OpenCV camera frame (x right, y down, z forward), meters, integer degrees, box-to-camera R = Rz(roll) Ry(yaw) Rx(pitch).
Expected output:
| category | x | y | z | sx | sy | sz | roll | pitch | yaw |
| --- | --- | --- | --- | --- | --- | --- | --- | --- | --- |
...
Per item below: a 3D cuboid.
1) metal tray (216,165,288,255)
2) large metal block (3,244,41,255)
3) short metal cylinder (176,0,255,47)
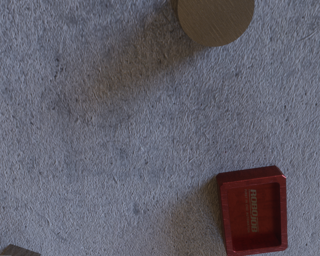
| category | x | y | z | sx | sy | sz | roll | pitch | yaw |
| --- | --- | --- | --- | --- | --- | --- | --- | --- | --- |
| metal tray | 0.135 | 0.124 | 0.453 | 0.091 | 0.030 | 0.129 | -9 | 110 | 3 |
| large metal block | -0.230 | 0.240 | 0.467 | 0.050 | 0.080 | 0.080 | 23 | 108 | -9 |
| short metal cylinder | 0.059 | -0.134 | 0.347 | 0.081 | 0.050 | 0.079 | 0 | 110 | 0 |
